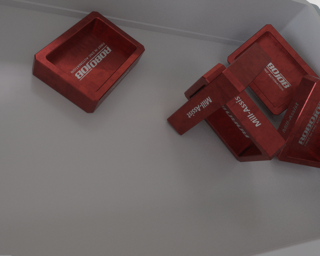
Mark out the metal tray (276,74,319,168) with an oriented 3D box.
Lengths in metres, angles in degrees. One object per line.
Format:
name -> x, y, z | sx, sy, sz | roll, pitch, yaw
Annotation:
metal tray -> 0.233, -0.007, 0.468 | 0.091, 0.129, 0.030 | 11, 22, -18

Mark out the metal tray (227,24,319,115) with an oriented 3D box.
metal tray -> 0.190, -0.097, 0.524 | 0.130, 0.090, 0.030 | 52, 14, 8

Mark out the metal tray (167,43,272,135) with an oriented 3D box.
metal tray -> 0.074, -0.048, 0.406 | 0.030, 0.129, 0.090 | 49, 51, -1

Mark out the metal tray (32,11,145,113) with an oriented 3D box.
metal tray -> -0.089, -0.091, 0.409 | 0.090, 0.030, 0.130 | 36, 51, -4

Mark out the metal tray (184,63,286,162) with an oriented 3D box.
metal tray -> 0.094, -0.015, 0.411 | 0.030, 0.090, 0.130 | -40, 91, -14
